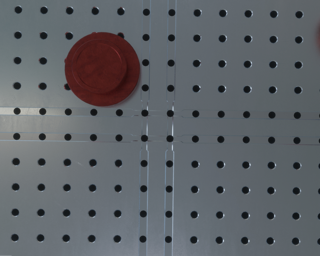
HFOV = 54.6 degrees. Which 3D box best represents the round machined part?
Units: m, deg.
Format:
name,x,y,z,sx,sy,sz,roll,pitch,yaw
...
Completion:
name,x,y,z,sx,sy,sz,roll,pitch,yaw
round machined part,-0.076,-0.077,0.404,0.099,0.042,0.097,0,90,0
